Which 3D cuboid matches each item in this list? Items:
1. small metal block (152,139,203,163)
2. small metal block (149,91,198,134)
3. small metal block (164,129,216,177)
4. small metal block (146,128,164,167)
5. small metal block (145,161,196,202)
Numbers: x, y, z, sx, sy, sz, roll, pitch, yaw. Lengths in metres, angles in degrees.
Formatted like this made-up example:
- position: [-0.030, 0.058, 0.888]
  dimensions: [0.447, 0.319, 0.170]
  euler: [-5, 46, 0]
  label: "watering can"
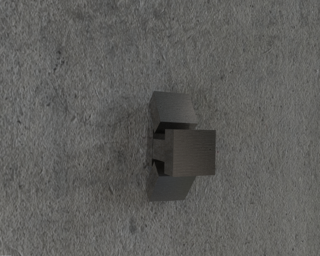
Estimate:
- position: [0.023, 0.027, 0.379]
  dimensions: [0.050, 0.050, 0.025]
  euler: [3, 89, -20]
  label: "small metal block"
- position: [0.016, -0.020, 0.405]
  dimensions: [0.050, 0.025, 0.050]
  euler: [3, 53, -20]
  label: "small metal block"
- position: [0.033, 0.027, 0.344]
  dimensions: [0.050, 0.025, 0.050]
  euler: [1, 90, -21]
  label: "small metal block"
- position: [0.010, 0.026, 0.416]
  dimensions: [0.050, 0.025, 0.050]
  euler: [3, 89, -21]
  label: "small metal block"
- position: [0.013, 0.069, 0.403]
  dimensions: [0.050, 0.025, 0.050]
  euler: [2, 130, -20]
  label: "small metal block"
